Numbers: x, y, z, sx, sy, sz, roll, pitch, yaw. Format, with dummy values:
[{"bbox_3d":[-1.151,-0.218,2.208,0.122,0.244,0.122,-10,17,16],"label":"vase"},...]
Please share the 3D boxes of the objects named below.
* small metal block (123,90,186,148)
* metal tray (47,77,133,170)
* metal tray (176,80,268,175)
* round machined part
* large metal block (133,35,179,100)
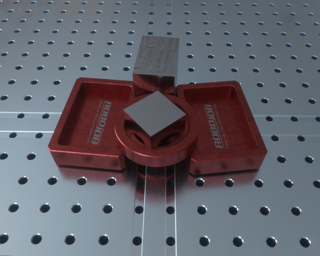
[{"bbox_3d":[-0.006,-0.010,0.356,0.050,0.025,0.050,-32,57,-24],"label":"small metal block"},{"bbox_3d":[-0.080,-0.011,0.407,0.091,0.030,0.130,5,50,4],"label":"metal tray"},{"bbox_3d":[0.073,-0.005,0.404,0.091,0.030,0.130,-5,50,-4],"label":"metal tray"},{"bbox_3d":[-0.003,0.006,0.374,0.099,0.042,0.098,0,50,0],"label":"round machined part"},{"bbox_3d":[-0.003,-0.068,0.424,0.050,0.080,0.080,5,50,4],"label":"large metal block"}]
